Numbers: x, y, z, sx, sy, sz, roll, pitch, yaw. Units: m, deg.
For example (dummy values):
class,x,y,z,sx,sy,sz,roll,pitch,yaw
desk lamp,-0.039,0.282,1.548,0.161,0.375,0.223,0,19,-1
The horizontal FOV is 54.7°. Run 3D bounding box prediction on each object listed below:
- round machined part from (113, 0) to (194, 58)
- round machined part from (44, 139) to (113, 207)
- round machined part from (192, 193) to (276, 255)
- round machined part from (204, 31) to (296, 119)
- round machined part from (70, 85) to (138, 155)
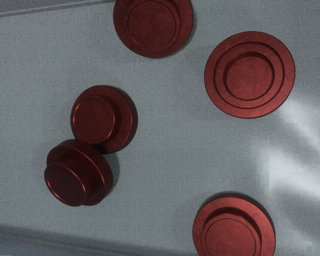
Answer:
class,x,y,z,sx,sy,sz,roll,pitch,yaw
round machined part,-0.008,-0.131,0.378,0.099,0.042,0.097,2,125,3
round machined part,-0.117,0.067,0.422,0.098,0.042,0.097,12,121,22
round machined part,0.086,0.131,0.371,0.098,0.042,0.097,0,90,20
round machined part,0.105,-0.059,0.364,0.098,0.042,0.097,0,90,20
round machined part,-0.084,-0.011,0.431,0.098,0.042,0.097,0,90,20
